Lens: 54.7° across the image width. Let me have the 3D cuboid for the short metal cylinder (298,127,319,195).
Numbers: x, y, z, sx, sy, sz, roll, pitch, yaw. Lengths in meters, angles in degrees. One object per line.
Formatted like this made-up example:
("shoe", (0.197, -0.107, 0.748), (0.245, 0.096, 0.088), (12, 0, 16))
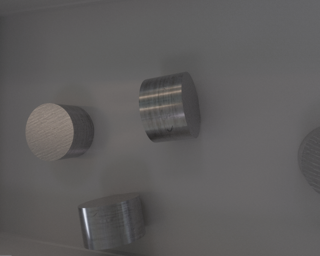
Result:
("short metal cylinder", (0.192, 0.035, 0.329), (0.080, 0.050, 0.080), (0, 90, 20))

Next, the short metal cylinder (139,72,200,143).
("short metal cylinder", (0.014, -0.024, 0.376), (0.050, 0.080, 0.080), (-8, 88, 20))

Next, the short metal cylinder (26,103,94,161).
("short metal cylinder", (-0.144, 0.006, 0.448), (0.080, 0.050, 0.080), (0, 90, 20))

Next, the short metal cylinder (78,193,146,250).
("short metal cylinder", (-0.062, 0.119, 0.403), (0.080, 0.080, 0.050), (-11, 86, 19))
